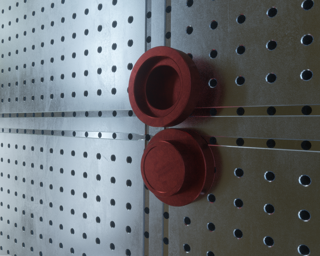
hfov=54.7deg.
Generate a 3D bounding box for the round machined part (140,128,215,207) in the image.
[{"bbox_3d":[0.014,0.049,0.385,0.098,0.042,0.097,0,90,39],"label":"round machined part"}]

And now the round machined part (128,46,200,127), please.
[{"bbox_3d":[0.009,-0.050,0.389,0.098,0.042,0.097,0,90,39],"label":"round machined part"}]
